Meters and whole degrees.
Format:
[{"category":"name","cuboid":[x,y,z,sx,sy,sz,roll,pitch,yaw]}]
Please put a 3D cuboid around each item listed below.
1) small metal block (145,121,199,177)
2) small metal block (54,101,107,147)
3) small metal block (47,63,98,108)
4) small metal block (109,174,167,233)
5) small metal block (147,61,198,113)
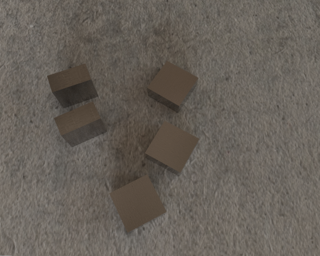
[{"category":"small metal block","cuboid":[0.015,0.027,0.399,0.050,0.025,0.050,28,72,9]},{"category":"small metal block","cuboid":[-0.099,-0.003,0.395,0.050,0.050,0.025,-25,72,-9]},{"category":"small metal block","cuboid":[-0.115,-0.055,0.414,0.050,0.050,0.025,-20,72,-8]},{"category":"small metal block","cuboid":[-0.026,0.092,0.374,0.050,0.025,0.050,-26,72,-10]},{"category":"small metal block","cuboid":[0.017,-0.057,0.429,0.050,0.025,0.050,31,73,10]}]
